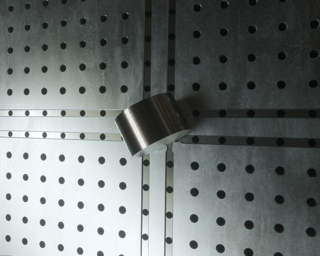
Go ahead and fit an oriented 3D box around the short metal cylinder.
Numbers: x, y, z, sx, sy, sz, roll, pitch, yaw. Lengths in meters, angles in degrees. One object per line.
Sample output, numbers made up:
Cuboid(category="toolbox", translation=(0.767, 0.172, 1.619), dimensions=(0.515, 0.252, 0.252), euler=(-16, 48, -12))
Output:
Cuboid(category="short metal cylinder", translation=(-0.009, -0.002, 0.386), dimensions=(0.080, 0.080, 0.050), euler=(-30, 80, 18))
